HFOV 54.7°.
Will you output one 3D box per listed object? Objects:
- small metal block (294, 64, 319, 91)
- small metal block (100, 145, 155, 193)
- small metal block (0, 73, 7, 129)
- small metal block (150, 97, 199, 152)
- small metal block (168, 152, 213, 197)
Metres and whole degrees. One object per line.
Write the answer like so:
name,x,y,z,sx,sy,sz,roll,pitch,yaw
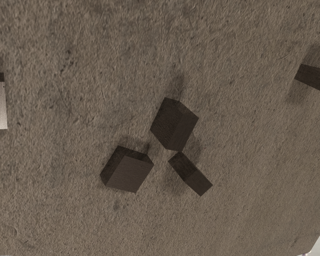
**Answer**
small metal block,0.250,-0.077,0.483,0.050,0.050,0.025,3,117,-30
small metal block,-0.044,0.057,0.419,0.050,0.025,0.050,23,106,-37
small metal block,-0.176,-0.025,0.296,0.050,0.025,0.050,-4,120,-27
small metal block,0.017,-0.005,0.398,0.025,0.050,0.050,13,112,-34
small metal block,0.045,0.067,0.459,0.025,0.050,0.050,-43,130,1
